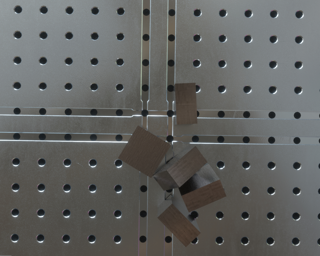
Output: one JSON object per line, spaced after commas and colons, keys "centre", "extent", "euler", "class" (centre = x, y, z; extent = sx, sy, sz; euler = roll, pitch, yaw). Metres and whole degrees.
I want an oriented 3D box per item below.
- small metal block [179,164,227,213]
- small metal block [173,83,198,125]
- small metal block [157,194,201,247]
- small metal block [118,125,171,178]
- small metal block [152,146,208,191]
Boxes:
{"centre": [0.051, 0.076, 0.399], "extent": [0.050, 0.050, 0.025], "euler": [-23, 106, 0], "class": "small metal block"}
{"centre": [0.032, -0.030, 0.401], "extent": [0.025, 0.050, 0.050], "euler": [-3, 90, 0], "class": "small metal block"}
{"centre": [0.023, 0.118, 0.401], "extent": [0.025, 0.050, 0.050], "euler": [-44, 90, 0], "class": "small metal block"}
{"centre": [-0.020, 0.031, 0.413], "extent": [0.050, 0.025, 0.050], "euler": [31, 90, 0], "class": "small metal block"}
{"centre": [0.024, 0.052, 0.393], "extent": [0.050, 0.050, 0.025], "euler": [-37, 90, -26], "class": "small metal block"}
